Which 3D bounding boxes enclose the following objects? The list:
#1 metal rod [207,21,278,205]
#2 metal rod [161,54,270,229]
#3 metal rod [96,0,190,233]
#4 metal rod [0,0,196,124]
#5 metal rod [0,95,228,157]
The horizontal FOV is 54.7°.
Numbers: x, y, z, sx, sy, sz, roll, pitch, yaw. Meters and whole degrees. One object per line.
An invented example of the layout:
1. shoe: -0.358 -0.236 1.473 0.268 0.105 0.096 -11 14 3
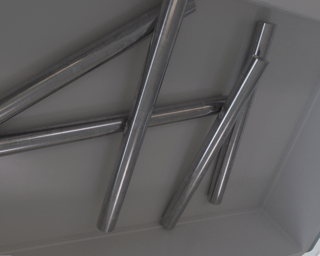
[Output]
1. metal rod: 0.117 -0.006 0.468 0.025 0.025 0.298 -5 121 -26
2. metal rod: 0.068 0.036 0.444 0.025 0.025 0.298 6 123 -31
3. metal rod: -0.028 0.001 0.360 0.025 0.025 0.298 5 116 -31
4. metal rod: -0.094 -0.059 0.320 0.301 0.025 0.025 -32 129 -8
5. metal rod: -0.041 -0.007 0.381 0.303 0.025 0.025 -11 123 -23
